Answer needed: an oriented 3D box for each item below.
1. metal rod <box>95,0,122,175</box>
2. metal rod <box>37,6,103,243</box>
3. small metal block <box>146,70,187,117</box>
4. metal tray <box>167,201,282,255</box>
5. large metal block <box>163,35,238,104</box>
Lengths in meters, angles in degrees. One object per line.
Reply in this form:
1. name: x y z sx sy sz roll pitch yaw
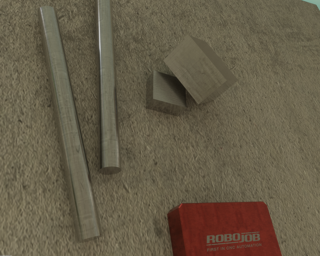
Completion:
1. metal rod: -0.072 -0.083 0.416 0.025 0.025 0.299 7 59 -25
2. metal rod: -0.110 -0.023 0.359 0.025 0.025 0.299 -4 64 -30
3. small metal block: 0.009 -0.049 0.440 0.050 0.025 0.050 13 56 -21
4. metal tray: 0.079 0.135 0.362 0.131 0.030 0.090 6 59 -26
5. large metal block: 0.062 -0.084 0.455 0.080 0.050 0.080 53 24 9
